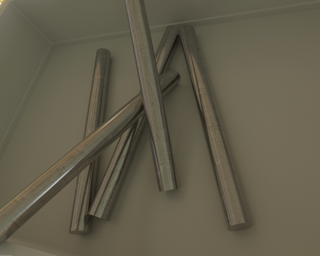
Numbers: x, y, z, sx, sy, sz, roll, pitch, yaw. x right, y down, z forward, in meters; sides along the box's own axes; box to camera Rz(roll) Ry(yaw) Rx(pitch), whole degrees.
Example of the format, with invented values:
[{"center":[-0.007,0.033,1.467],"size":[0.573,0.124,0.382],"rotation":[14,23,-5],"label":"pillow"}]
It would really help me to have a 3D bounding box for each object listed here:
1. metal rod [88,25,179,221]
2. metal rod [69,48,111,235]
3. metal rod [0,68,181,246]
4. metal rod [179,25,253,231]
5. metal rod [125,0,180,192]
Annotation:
[{"center":[-0.027,-0.022,0.431],"size":[0.025,0.025,0.300],"rotation":[7,65,31],"label":"metal rod"},{"center":[-0.098,0.000,0.454],"size":[0.025,0.025,0.299],"rotation":[-13,56,21],"label":"metal rod"},{"center":[-0.067,0.012,0.354],"size":[0.025,0.025,0.301],"rotation":[16,45,34],"label":"metal rod"},{"center":[0.060,-0.025,0.388],"size":[0.025,0.025,0.299],"rotation":[-20,54,16],"label":"metal rod"},{"center":[-0.016,-0.073,0.385],"size":[0.025,0.025,0.299],"rotation":[-15,79,20],"label":"metal rod"}]
